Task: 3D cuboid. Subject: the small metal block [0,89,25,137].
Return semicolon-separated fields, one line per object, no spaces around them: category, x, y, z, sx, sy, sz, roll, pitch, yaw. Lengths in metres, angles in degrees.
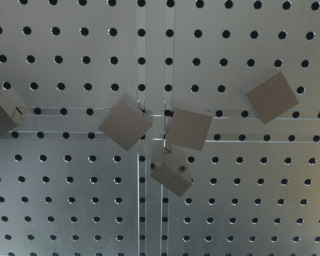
small metal block;-0.217;-0.015;0.405;0.050;0.025;0.050;-29;108;10

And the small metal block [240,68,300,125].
small metal block;0.141;-0.041;0.400;0.050;0.025;0.050;-34;107;11

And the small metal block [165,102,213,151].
small metal block;0.037;-0.002;0.413;0.050;0.025;0.050;13;110;-5

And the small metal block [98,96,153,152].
small metal block;-0.045;-0.005;0.411;0.050;0.025;0.050;40;105;-14

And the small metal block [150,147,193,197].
small metal block;0.015;0.059;0.422;0.050;0.050;0.025;37;106;-13
